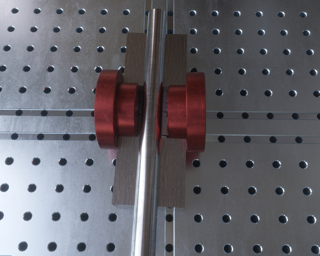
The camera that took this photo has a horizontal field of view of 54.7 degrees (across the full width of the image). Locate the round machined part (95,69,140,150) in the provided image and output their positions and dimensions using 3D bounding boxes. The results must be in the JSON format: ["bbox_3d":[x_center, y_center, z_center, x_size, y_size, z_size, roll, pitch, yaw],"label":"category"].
[{"bbox_3d":[-0.048,-0.022,0.380,0.042,0.098,0.098,2,70,1],"label":"round machined part"}]

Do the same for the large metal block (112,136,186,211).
[{"bbox_3d":[-0.011,0.057,0.377,0.080,0.050,0.080,3,70,1],"label":"large metal block"}]

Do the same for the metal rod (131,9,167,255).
[{"bbox_3d":[-0.010,-0.010,0.362,0.025,0.025,0.299,3,70,1],"label":"metal rod"}]

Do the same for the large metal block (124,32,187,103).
[{"bbox_3d":[-0.005,-0.082,0.428,0.080,0.050,0.080,2,70,0],"label":"large metal block"}]

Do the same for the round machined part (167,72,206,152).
[{"bbox_3d":[0.032,-0.019,0.380,0.042,0.098,0.098,0,70,5],"label":"round machined part"}]
